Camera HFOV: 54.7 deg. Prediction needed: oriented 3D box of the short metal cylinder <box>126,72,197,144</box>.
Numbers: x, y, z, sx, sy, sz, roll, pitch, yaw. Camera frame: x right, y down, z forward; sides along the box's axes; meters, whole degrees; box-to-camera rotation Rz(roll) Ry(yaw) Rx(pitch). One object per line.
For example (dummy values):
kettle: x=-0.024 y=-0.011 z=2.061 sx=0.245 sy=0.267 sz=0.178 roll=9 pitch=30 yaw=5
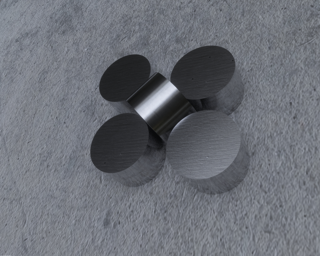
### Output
short metal cylinder: x=0.004 y=-0.022 z=0.381 sx=0.050 sy=0.080 sz=0.080 roll=-43 pitch=51 yaw=-1

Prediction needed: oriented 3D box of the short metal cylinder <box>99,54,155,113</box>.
short metal cylinder: x=-0.039 y=-0.058 z=0.442 sx=0.080 sy=0.050 sz=0.080 roll=-13 pitch=56 yaw=20

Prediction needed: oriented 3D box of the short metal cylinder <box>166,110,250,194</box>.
short metal cylinder: x=0.054 y=0.027 z=0.342 sx=0.080 sy=0.050 sz=0.080 roll=-13 pitch=56 yaw=20

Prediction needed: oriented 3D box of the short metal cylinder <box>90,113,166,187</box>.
short metal cylinder: x=-0.039 y=0.028 z=0.390 sx=0.080 sy=0.050 sz=0.080 roll=-13 pitch=56 yaw=20

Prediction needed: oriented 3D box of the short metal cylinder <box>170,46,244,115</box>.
short metal cylinder: x=0.060 y=-0.056 z=0.389 sx=0.080 sy=0.050 sz=0.080 roll=-13 pitch=56 yaw=20
